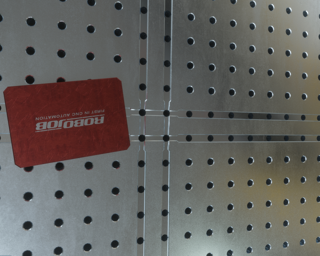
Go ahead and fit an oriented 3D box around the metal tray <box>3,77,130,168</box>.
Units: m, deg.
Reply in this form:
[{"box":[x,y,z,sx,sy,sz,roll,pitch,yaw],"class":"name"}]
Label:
[{"box":[-0.108,-0.009,0.371,0.131,0.030,0.089,-9,93,-20],"class":"metal tray"}]
